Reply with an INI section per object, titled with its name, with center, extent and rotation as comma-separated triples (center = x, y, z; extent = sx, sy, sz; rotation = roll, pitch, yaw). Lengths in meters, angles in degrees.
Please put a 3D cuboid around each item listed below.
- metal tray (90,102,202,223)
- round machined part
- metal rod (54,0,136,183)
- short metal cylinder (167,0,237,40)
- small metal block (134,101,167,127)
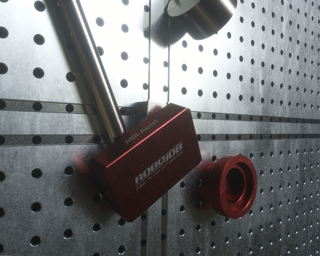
[metal tray]
center = -0.010, 0.039, 0.376
extent = 0.131, 0.030, 0.090
rotation = -36, 128, -27
[round machined part]
center = 0.109, 0.090, 0.493
extent = 0.099, 0.042, 0.097
rotation = 0, 90, -40
[metal rod]
center = -0.075, -0.065, 0.347
extent = 0.025, 0.025, 0.298
rotation = -30, 109, -36
[short metal cylinder]
center = 0.057, -0.168, 0.423
extent = 0.050, 0.080, 0.080
rotation = 35, 68, -35
[small metal block]
center = -0.005, -0.006, 0.407
extent = 0.050, 0.025, 0.050
rotation = 8, 85, -40
